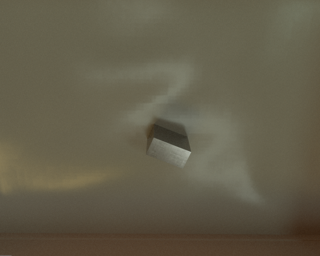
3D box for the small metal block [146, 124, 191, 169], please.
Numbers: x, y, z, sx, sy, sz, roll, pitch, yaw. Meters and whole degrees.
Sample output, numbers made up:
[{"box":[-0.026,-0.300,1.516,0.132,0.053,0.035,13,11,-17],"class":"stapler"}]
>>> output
[{"box":[0.011,0.023,0.407,0.050,0.050,0.025,22,109,-8],"class":"small metal block"}]
